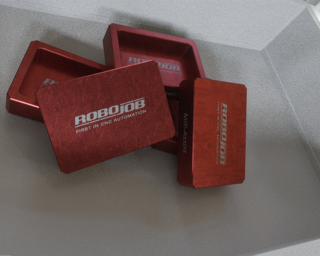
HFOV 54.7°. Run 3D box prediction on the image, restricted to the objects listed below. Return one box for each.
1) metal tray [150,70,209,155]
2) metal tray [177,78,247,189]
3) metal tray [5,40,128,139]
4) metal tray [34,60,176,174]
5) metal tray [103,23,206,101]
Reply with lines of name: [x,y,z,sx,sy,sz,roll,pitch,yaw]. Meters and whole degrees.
metal tray: [0.038,-0.023,0.436,0.091,0.030,0.130,18,55,-18]
metal tray: [0.068,0.007,0.393,0.091,0.030,0.129,2,89,-34]
metal tray: [-0.101,-0.043,0.371,0.131,0.030,0.090,18,55,-18]
metal tray: [-0.056,-0.015,0.337,0.131,0.030,0.089,-18,101,-19]
metal tray: [-0.005,-0.084,0.412,0.131,0.030,0.090,3,60,-27]
